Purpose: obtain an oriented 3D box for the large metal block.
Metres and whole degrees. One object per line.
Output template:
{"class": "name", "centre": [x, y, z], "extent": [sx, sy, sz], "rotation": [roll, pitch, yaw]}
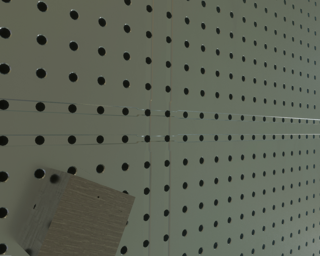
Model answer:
{"class": "large metal block", "centre": [-0.083, 0.095, 0.322], "extent": [0.080, 0.050, 0.080], "rotation": [30, 71, -36]}
